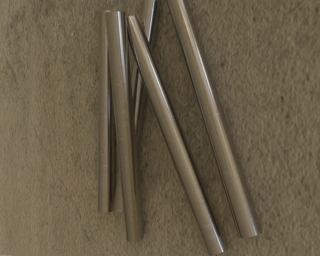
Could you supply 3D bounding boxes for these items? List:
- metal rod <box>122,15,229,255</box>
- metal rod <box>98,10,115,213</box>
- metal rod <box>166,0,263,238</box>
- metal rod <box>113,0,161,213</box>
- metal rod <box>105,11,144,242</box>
[{"bbox_3d":[0.014,0.001,0.374,0.025,0.025,0.299,-28,78,36],"label":"metal rod"},{"bbox_3d":[-0.080,-0.024,0.468,0.025,0.025,0.298,1,91,39],"label":"metal rod"},{"bbox_3d":[0.057,-0.029,0.356,0.025,0.025,0.299,-25,75,37],"label":"metal rod"},{"bbox_3d":[-0.033,-0.029,0.429,0.025,0.025,0.298,14,99,39],"label":"metal rod"},{"bbox_3d":[-0.044,0.007,0.404,0.025,0.025,0.298,6,104,39],"label":"metal rod"}]
